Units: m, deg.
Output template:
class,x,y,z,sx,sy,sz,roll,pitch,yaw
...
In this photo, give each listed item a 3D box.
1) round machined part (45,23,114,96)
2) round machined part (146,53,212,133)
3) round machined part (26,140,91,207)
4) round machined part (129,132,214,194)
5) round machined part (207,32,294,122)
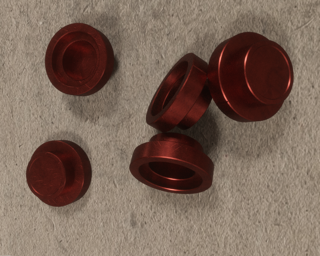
class,x,y,z,sx,sy,sz,roll,pitch,yaw
round machined part,-0.108,-0.093,0.437,0.098,0.042,0.097,0,90,19
round machined part,0.027,-0.037,0.369,0.042,0.098,0.098,31,102,-17
round machined part,-0.154,0.067,0.453,0.098,0.042,0.097,0,90,19
round machined part,0.016,0.040,0.374,0.098,0.098,0.042,1,56,19
round machined part,0.103,-0.056,0.333,0.042,0.099,0.097,-7,87,63
